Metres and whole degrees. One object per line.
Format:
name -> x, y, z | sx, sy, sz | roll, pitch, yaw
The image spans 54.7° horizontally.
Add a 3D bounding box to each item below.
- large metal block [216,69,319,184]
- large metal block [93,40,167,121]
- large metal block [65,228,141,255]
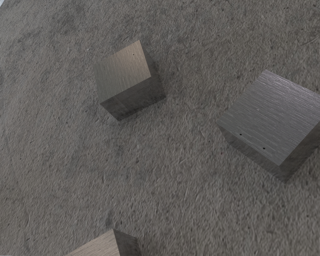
large metal block -> 0.121, -0.003, 0.326 | 0.080, 0.050, 0.080 | -46, 51, -4
large metal block -> -0.046, -0.069, 0.454 | 0.080, 0.050, 0.080 | -26, 53, 12
large metal block -> -0.058, 0.164, 0.318 | 0.080, 0.050, 0.080 | -31, 52, 8
